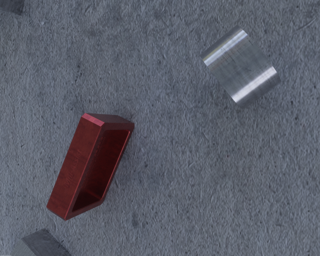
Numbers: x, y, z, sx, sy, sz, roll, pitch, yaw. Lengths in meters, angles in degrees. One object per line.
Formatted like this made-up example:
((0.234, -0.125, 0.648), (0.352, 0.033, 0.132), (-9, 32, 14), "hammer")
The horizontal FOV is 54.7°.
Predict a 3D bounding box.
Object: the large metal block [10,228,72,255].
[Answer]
((-0.181, 0.212, 0.460), (0.080, 0.050, 0.080), (38, 102, 16), "large metal block")

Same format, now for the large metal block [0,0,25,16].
((-0.257, -0.233, 0.486), (0.080, 0.050, 0.080), (21, 97, 18), "large metal block")

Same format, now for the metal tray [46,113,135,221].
((-0.087, 0.047, 0.404), (0.030, 0.090, 0.129), (26, 98, 18), "metal tray")

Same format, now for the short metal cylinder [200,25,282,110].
((0.090, -0.067, 0.348), (0.050, 0.080, 0.080), (-38, 78, 16), "short metal cylinder")
